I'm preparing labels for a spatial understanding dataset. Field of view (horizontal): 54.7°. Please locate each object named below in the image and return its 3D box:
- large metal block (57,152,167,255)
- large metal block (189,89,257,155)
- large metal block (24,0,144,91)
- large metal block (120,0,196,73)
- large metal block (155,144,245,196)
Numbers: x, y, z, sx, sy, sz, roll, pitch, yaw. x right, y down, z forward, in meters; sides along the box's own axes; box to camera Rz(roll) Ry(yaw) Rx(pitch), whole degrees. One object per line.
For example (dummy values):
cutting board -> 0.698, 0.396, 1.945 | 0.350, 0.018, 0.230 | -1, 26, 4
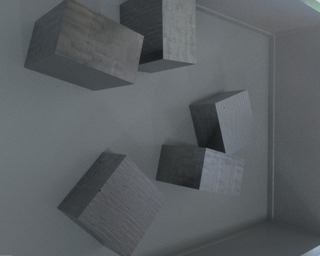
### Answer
large metal block -> -0.051, 0.085, 0.349 | 0.080, 0.050, 0.080 | 52, 60, -28
large metal block -> 0.098, -0.009, 0.475 | 0.081, 0.050, 0.080 | -24, 105, -38
large metal block -> -0.076, -0.076, 0.308 | 0.081, 0.080, 0.050 | 16, 80, -39
large metal block -> -0.004, -0.113, 0.369 | 0.050, 0.080, 0.079 | -2, 91, -40
large metal block -> 0.054, 0.057, 0.419 | 0.081, 0.080, 0.050 | 17, 79, -39
